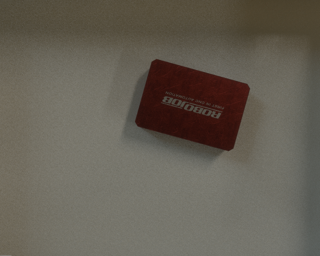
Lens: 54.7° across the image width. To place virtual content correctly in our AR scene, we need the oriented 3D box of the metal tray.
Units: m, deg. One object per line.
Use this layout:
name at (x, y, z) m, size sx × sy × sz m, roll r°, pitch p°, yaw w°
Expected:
metal tray at (0.042, -0.029, 0.409) m, size 0.131 × 0.030 × 0.090 m, roll 15°, pitch 90°, yaw -1°
